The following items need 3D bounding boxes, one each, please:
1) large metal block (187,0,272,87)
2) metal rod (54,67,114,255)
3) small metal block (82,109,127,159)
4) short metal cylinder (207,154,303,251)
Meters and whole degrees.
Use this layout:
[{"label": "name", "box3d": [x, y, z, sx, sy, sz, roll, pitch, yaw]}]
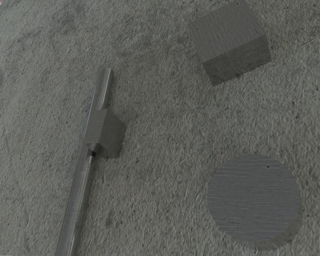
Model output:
[{"label": "large metal block", "box3d": [0.090, -0.114, 0.410, 0.080, 0.050, 0.080, -23, 53, 14]}, {"label": "metal rod", "box3d": [-0.101, 0.039, 0.432, 0.025, 0.025, 0.299, -8, 58, 24]}, {"label": "small metal block", "box3d": [-0.074, 0.009, 0.421, 0.025, 0.050, 0.050, -4, 60, 26]}, {"label": "short metal cylinder", "box3d": [0.092, 0.071, 0.296, 0.080, 0.050, 0.080, -13, 56, 21]}]
